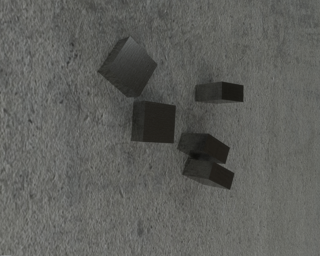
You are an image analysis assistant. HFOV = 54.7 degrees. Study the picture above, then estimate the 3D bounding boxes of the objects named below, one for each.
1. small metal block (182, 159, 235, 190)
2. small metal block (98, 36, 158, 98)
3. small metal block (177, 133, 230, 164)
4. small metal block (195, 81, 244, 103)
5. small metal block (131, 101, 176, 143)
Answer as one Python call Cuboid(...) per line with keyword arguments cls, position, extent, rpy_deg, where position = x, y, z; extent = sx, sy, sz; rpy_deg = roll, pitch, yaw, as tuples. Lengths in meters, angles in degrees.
Cuboid(cls="small metal block", position=(0.070, 0.066, 0.447), extent=(0.050, 0.050, 0.025), rpy_deg=(30, 72, -36))
Cuboid(cls="small metal block", position=(-0.038, -0.072, 0.373), extent=(0.050, 0.025, 0.050), rpy_deg=(41, 65, -32))
Cuboid(cls="small metal block", position=(0.062, 0.029, 0.440), extent=(0.050, 0.050, 0.025), rpy_deg=(30, 71, -36))
Cuboid(cls="small metal block", position=(0.088, -0.051, 0.462), extent=(0.050, 0.050, 0.025), rpy_deg=(1, 89, -40))
Cuboid(cls="small metal block", position=(-0.008, -0.006, 0.398), extent=(0.050, 0.025, 0.050), rpy_deg=(5, 87, -40))
